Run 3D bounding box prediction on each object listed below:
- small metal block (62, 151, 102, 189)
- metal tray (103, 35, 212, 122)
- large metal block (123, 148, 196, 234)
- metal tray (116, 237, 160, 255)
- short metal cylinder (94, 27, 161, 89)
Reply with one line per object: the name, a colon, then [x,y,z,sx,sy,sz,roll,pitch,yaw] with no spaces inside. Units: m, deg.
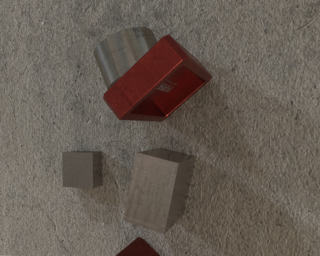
small metal block: [-0.112,0.059,0.449,0.050,0.025,0.050,-1,90,20]
metal tray: [0.005,-0.048,0.351,0.090,0.130,0.030,-41,77,15]
large metal block: [0.003,0.071,0.379,0.050,0.080,0.080,13,94,19]
metal tray: [-0.004,0.202,0.375,0.130,0.090,0.030,40,103,15]
short metal cylinder: [-0.037,-0.083,0.393,0.080,0.080,0.050,-24,82,18]
